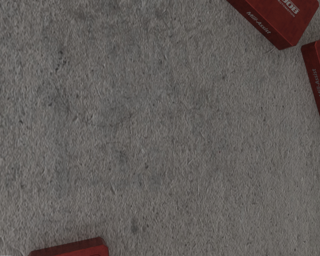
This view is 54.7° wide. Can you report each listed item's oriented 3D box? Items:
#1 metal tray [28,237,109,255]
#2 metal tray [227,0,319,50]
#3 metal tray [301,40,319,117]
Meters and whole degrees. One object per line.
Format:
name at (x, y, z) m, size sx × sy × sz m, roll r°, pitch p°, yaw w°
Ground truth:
metal tray at (-0.104, 0.206, 0.368) m, size 0.091 × 0.030 × 0.129 m, roll -6°, pitch 92°, yaw -20°
metal tray at (0.171, -0.194, 0.469) m, size 0.130 × 0.030 × 0.090 m, roll 36°, pitch 78°, yaw -17°
metal tray at (0.294, -0.088, 0.515) m, size 0.091 × 0.030 × 0.129 m, roll -22°, pitch 98°, yaw -19°
